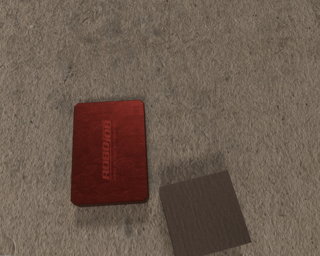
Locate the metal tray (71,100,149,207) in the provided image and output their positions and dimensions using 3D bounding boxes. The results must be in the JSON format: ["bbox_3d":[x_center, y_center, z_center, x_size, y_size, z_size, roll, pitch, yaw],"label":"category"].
[{"bbox_3d":[-0.062,0.031,0.393,0.091,0.030,0.129,-3,70,-2],"label":"metal tray"}]

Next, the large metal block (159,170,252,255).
[{"bbox_3d":[0.048,0.101,0.358,0.081,0.050,0.080,-13,71,-5],"label":"large metal block"}]
